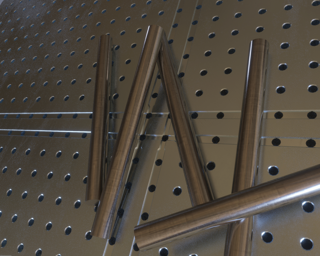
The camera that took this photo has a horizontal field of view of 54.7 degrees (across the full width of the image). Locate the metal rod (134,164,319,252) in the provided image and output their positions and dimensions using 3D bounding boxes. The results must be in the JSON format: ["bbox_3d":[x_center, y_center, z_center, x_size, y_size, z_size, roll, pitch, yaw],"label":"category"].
[{"bbox_3d":[0.120,0.056,0.285,0.301,0.025,0.025,-20,54,6],"label":"metal rod"}]

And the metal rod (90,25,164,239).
[{"bbox_3d":[-0.038,-0.009,0.414,0.025,0.025,0.299,2,68,29],"label":"metal rod"}]

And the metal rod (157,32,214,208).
[{"bbox_3d":[0.022,-0.031,0.414,0.025,0.025,0.299,-22,53,14],"label":"metal rod"}]

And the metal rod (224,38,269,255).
[{"bbox_3d":[0.098,0.023,0.342,0.025,0.025,0.300,0,61,28],"label":"metal rod"}]

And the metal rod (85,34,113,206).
[{"bbox_3d":[-0.089,-0.031,0.472,0.025,0.025,0.299,-16,55,19],"label":"metal rod"}]
